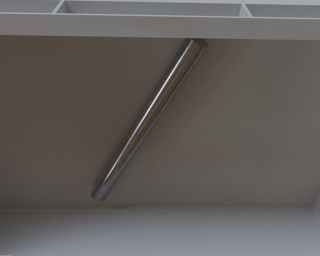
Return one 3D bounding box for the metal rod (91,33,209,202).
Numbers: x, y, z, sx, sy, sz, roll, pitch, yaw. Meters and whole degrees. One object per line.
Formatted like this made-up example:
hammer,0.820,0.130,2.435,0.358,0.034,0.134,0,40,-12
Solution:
metal rod,-0.029,0.007,0.414,0.025,0.025,0.298,22,127,-18
